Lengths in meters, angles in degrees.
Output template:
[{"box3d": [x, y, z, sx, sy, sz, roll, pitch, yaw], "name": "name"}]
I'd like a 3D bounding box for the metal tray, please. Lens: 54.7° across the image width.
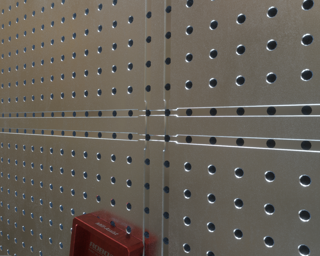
[{"box3d": [-0.087, 0.197, 0.474, 0.130, 0.030, 0.089, 12, 98, 39], "name": "metal tray"}]
